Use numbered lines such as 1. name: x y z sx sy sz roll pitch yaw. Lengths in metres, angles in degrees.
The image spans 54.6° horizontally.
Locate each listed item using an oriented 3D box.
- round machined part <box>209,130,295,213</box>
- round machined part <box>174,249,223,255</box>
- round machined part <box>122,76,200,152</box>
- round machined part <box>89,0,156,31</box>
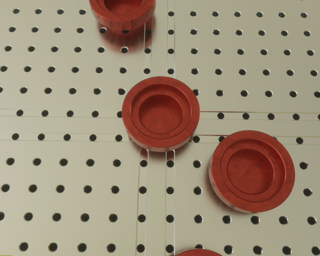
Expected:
1. round machined part: 0.109 0.055 0.383 0.099 0.042 0.098 0 70 0
2. round machined part: 0.042 0.183 0.336 0.099 0.042 0.098 0 70 0
3. round machined part: 0.001 -0.015 0.408 0.099 0.042 0.098 0 70 0
4. round machined part: -0.055 -0.188 0.471 0.099 0.042 0.098 0 70 0
